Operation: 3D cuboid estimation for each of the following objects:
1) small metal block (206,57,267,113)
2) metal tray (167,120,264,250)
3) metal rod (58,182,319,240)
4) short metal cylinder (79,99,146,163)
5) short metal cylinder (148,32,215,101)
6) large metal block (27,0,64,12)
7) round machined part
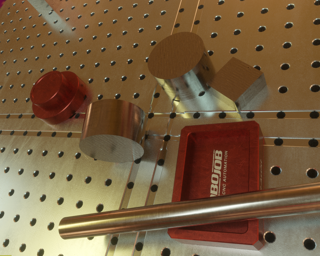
[{"bbox_3d":[0.096,-0.056,0.392,0.050,0.025,0.050,-45,51,-3],"label":"small metal block"},{"bbox_3d":[0.063,0.058,0.336,0.090,0.030,0.130,-5,59,25],"label":"metal tray"},{"bbox_3d":[0.029,0.083,0.302,0.301,0.025,0.025,-13,56,20],"label":"metal rod"},{"bbox_3d":[-0.059,0.006,0.401,0.080,0.080,0.050,-11,57,22],"label":"short metal cylinder"},{"bbox_3d":[0.030,-0.085,0.429,0.080,0.050,0.080,-13,56,21],"label":"short metal cylinder"},{"bbox_3d":[-0.279,-0.321,0.717,0.080,0.080,0.050,20,72,35],"label":"large metal block"},{"bbox_3d":[-0.180,-0.059,0.528,0.098,0.042,0.098,-13,56,21],"label":"round machined part"}]
